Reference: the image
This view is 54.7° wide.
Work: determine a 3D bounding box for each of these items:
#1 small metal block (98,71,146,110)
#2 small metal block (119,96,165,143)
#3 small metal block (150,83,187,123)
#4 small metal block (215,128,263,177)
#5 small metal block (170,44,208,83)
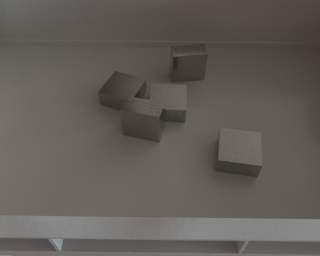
[{"bbox_3d":[-0.053,-0.052,0.448,0.050,0.025,0.050,18,52,14],"label":"small metal block"},{"bbox_3d":[-0.022,-0.011,0.398,0.050,0.050,0.025,11,51,9],"label":"small metal block"},{"bbox_3d":[0.012,-0.036,0.435,0.050,0.025,0.050,3,50,2],"label":"small metal block"},{"bbox_3d":[0.096,0.029,0.381,0.050,0.025,0.050,8,50,6],"label":"small metal block"},{"bbox_3d":[0.042,-0.098,0.471,0.050,0.050,0.025,-6,51,-5],"label":"small metal block"}]
